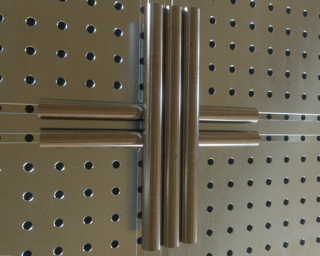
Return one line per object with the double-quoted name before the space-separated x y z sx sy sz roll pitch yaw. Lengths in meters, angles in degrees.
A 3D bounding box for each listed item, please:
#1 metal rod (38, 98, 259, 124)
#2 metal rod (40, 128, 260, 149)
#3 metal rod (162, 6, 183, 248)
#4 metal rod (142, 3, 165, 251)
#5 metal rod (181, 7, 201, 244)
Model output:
"metal rod" 0.000 -0.020 0.414 0.303 0.025 0.025 1 90 -21
"metal rod" 0.001 0.014 0.414 0.303 0.025 0.025 1 90 -21
"metal rod" 0.015 -0.002 0.393 0.025 0.025 0.298 1 90 -20
"metal rod" -0.009 -0.001 0.384 0.025 0.025 0.298 1 90 -20
"metal rod" 0.038 -0.003 0.402 0.025 0.025 0.298 1 90 -20
